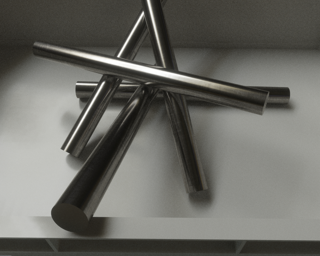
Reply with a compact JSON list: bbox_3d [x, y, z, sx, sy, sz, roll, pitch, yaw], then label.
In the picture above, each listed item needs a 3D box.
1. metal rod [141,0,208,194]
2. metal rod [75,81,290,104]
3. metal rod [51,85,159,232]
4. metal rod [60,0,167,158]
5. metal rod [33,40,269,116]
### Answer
[{"bbox_3d":[0.009,-0.071,0.379,0.025,0.025,0.299,-11,78,-9],"label":"metal rod"},{"bbox_3d":[0.032,-0.051,0.448,0.302,0.025,0.025,2,50,1],"label":"metal rod"},{"bbox_3d":[-0.028,-0.014,0.326,0.025,0.025,0.301,10,30,7],"label":"metal rod"},{"bbox_3d":[-0.044,-0.099,0.410,0.025,0.025,0.299,23,78,18],"label":"metal rod"},{"bbox_3d":[-0.028,-0.066,0.364,0.301,0.025,0.025,17,52,21],"label":"metal rod"}]
